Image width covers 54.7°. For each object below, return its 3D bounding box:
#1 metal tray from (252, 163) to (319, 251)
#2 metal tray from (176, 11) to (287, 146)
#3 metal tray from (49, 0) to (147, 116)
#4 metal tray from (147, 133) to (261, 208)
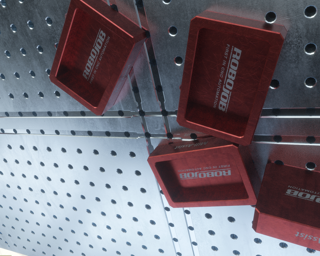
[{"bbox_3d":[0.174,0.087,0.331,0.130,0.090,0.030,11,123,21],"label":"metal tray"},{"bbox_3d":[0.072,-0.051,0.337,0.090,0.030,0.129,18,126,17],"label":"metal tray"},{"bbox_3d":[-0.084,-0.089,0.395,0.090,0.030,0.129,36,129,3],"label":"metal tray"},{"bbox_3d":[0.058,0.061,0.414,0.130,0.030,0.090,-12,113,32],"label":"metal tray"}]
